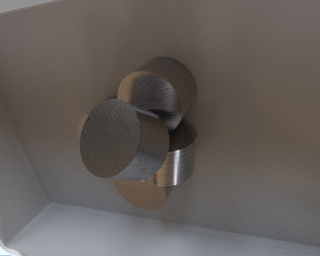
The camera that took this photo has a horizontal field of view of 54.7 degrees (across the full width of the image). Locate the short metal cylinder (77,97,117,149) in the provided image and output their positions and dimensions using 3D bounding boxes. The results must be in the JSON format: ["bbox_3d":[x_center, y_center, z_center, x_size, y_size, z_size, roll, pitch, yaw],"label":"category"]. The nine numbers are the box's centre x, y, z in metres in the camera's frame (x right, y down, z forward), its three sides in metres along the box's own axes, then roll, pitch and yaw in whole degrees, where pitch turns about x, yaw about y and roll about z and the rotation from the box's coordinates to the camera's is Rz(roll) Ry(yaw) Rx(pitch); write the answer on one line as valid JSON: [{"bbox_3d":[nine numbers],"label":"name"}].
[{"bbox_3d":[-0.064,0.004,0.424,0.080,0.050,0.079,13,124,20],"label":"short metal cylinder"}]

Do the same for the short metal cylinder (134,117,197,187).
[{"bbox_3d":[0.004,0.027,0.385,0.080,0.080,0.050,13,124,21],"label":"short metal cylinder"}]

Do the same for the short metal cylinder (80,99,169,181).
[{"bbox_3d":[-0.037,0.014,0.327,0.080,0.050,0.080,-9,74,33],"label":"short metal cylinder"}]

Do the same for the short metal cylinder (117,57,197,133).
[{"bbox_3d":[-0.003,-0.038,0.367,0.080,0.050,0.079,13,124,20],"label":"short metal cylinder"}]

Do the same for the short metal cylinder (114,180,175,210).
[{"bbox_3d":[-0.018,0.069,0.441,0.080,0.050,0.079,13,124,20],"label":"short metal cylinder"}]
